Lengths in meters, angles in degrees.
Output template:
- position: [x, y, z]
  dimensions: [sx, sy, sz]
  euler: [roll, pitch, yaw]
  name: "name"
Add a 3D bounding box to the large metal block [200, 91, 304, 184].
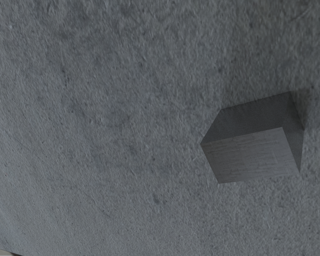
- position: [0.099, 0.010, 0.324]
  dimensions: [0.080, 0.080, 0.050]
  euler: [-15, 111, 34]
  name: "large metal block"
